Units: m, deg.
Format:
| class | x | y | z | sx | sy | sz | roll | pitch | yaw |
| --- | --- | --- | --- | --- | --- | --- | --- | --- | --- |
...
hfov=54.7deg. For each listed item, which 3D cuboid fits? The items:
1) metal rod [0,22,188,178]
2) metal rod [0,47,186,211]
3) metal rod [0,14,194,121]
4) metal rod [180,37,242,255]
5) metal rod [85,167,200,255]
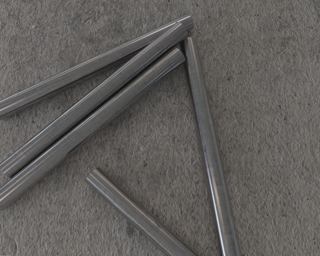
| class | x | y | z | sx | sy | sz | roll | pitch | yaw |
| --- | --- | --- | --- | --- | --- | --- | --- | --- | --- |
| metal rod | -0.081 | -0.043 | 0.413 | 0.301 | 0.025 | 0.025 | -41 | 75 | -10 |
| metal rod | -0.085 | -0.006 | 0.402 | 0.301 | 0.025 | 0.025 | -41 | 75 | -11 |
| metal rod | -0.087 | -0.090 | 0.440 | 0.302 | 0.025 | 0.025 | -28 | 73 | -10 |
| metal rod | 0.062 | 0.014 | 0.403 | 0.025 | 0.025 | 0.299 | -7 | 70 | -3 |
| metal rod | 0.031 | 0.150 | 0.353 | 0.300 | 0.025 | 0.025 | 39 | 75 | 13 |
